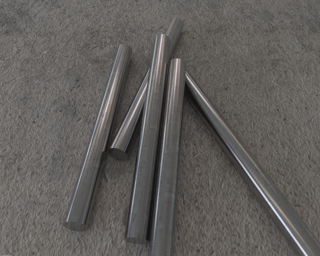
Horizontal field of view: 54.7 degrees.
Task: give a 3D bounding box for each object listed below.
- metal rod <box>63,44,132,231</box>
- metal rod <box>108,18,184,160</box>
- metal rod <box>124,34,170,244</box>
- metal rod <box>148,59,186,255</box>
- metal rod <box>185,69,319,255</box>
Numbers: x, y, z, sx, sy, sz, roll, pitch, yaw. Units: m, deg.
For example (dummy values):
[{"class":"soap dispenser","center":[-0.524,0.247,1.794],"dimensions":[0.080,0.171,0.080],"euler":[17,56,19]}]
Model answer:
[{"class":"metal rod","center":[-0.072,-0.013,0.413],"dimensions":[0.025,0.025,0.300],"euler":[4,50,3]},{"class":"metal rod","center":[-0.010,-0.078,0.468],"dimensions":[0.025,0.025,0.300],"euler":[12,51,10]},{"class":"metal rod","center":[-0.010,-0.011,0.392],"dimensions":[0.025,0.025,0.300],"euler":[4,56,3]},{"class":"metal rod","center":[0.011,0.030,0.362],"dimensions":[0.025,0.025,0.300],"euler":[4,55,3]},{"class":"metal rod","center":[0.093,0.026,0.381],"dimensions":[0.025,0.025,0.300],"euler":[-18,52,-15]}]
